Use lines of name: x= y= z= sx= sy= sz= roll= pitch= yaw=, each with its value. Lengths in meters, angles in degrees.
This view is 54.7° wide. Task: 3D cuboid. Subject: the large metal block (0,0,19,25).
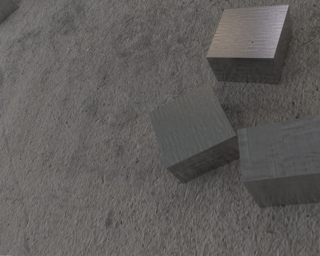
large metal block: x=-0.429 y=-0.320 z=0.811 sx=0.080 sy=0.050 sz=0.080 roll=-45 pitch=51 yaw=-3

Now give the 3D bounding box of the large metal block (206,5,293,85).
large metal block: x=0.115 y=-0.104 z=0.392 sx=0.080 sy=0.050 sz=0.080 roll=9 pitch=66 yaw=32

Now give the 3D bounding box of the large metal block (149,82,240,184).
large metal block: x=0.042 y=0.006 z=0.362 sx=0.080 sy=0.050 sz=0.080 roll=-27 pitch=52 yaw=11

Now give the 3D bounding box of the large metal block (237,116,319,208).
large metal block: x=0.122 y=0.034 z=0.283 sx=0.080 sy=0.080 sz=0.050 roll=-11 pitch=57 yaw=22
